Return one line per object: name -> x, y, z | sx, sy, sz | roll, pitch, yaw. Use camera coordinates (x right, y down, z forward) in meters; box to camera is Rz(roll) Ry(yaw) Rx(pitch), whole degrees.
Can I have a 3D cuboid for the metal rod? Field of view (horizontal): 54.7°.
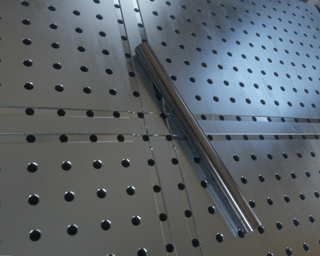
metal rod -> 0.046, 0.003, 0.432 | 0.025, 0.025, 0.299 | -20, 72, -36
